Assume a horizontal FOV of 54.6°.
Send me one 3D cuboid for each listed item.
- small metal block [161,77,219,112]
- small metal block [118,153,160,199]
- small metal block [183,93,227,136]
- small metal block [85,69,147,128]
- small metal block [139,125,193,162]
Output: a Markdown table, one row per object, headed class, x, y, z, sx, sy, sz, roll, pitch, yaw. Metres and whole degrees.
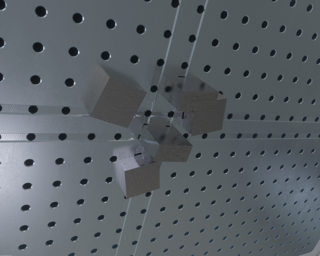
| class | x | y | z | sx | sy | sz | roll | pitch | yaw |
| --- | --- | --- | --- | --- | --- | --- | --- | --- | --- |
| small metal block | 0.036 | -0.043 | 0.387 | 0.050 | 0.050 | 0.025 | -3 | 120 | -27 |
| small metal block | -0.029 | 0.066 | 0.436 | 0.050 | 0.025 | 0.050 | -14 | 124 | -21 |
| small metal block | 0.062 | -0.020 | 0.431 | 0.050 | 0.025 | 0.050 | -11 | 124 | -22 |
| small metal block | -0.052 | -0.033 | 0.362 | 0.050 | 0.025 | 0.050 | 19 | 108 | -36 |
| small metal block | 0.007 | 0.020 | 0.411 | 0.050 | 0.050 | 0.025 | 5 | 116 | -31 |
